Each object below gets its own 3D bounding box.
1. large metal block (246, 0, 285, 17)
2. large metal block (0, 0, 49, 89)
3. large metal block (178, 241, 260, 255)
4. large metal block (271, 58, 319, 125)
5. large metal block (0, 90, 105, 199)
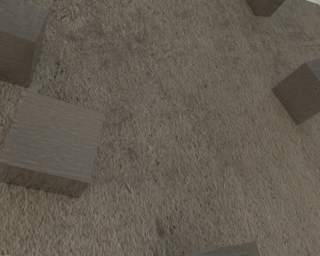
[{"bbox_3d":[0.234,-0.305,0.680,0.050,0.080,0.080,-10,67,-32],"label":"large metal block"},{"bbox_3d":[-0.173,-0.097,0.334,0.081,0.080,0.050,17,55,-19],"label":"large metal block"},{"bbox_3d":[0.045,0.149,0.302,0.081,0.080,0.050,2,61,-27],"label":"large metal block"},{"bbox_3d":[0.262,-0.064,0.548,0.050,0.080,0.080,-20,72,-35],"label":"large metal block"},{"bbox_3d":[-0.109,0.019,0.317,0.081,0.050,0.080,17,55,-18],"label":"large metal block"}]
